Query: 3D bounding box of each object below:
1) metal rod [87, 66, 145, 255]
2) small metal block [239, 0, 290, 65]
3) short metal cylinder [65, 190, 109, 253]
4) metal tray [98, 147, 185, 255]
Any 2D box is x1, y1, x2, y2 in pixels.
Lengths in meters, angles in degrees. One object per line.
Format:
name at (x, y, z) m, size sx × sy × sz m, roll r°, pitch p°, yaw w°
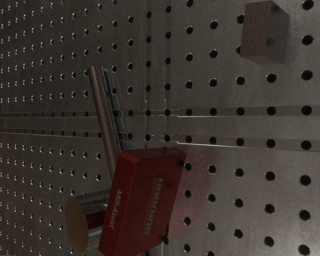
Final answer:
metal rod at (-0.066, 0.049, 0.461) m, size 0.025 × 0.025 × 0.299 m, roll -23°, pitch 76°, yaw 37°
small metal block at (0.104, -0.092, 0.306) m, size 0.025 × 0.050 × 0.050 m, roll 9°, pitch 96°, yaw 39°
short metal cylinder at (-0.103, 0.138, 0.465) m, size 0.080 × 0.050 × 0.079 m, roll 7°, pitch 99°, yaw 50°
metal tray at (-0.021, 0.091, 0.382) m, size 0.030 × 0.091 × 0.129 m, roll 22°, pitch 104°, yaw 37°
